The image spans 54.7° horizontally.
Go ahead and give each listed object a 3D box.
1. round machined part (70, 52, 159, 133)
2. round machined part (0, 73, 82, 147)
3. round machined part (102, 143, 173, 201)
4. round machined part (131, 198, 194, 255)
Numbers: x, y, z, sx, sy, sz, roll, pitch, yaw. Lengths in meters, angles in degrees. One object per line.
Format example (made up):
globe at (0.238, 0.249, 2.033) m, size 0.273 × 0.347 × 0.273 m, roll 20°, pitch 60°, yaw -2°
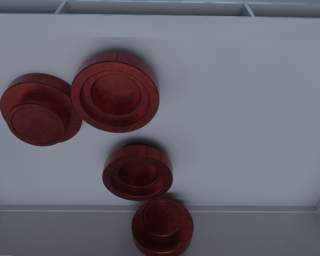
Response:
round machined part at (-0.050, -0.044, 0.360) m, size 0.099 × 0.042 × 0.097 m, roll 0°, pitch 130°, yaw 0°
round machined part at (-0.147, -0.015, 0.384) m, size 0.099 × 0.042 × 0.097 m, roll 0°, pitch 130°, yaw 0°
round machined part at (-0.031, 0.059, 0.448) m, size 0.099 × 0.042 × 0.097 m, roll 0°, pitch 130°, yaw 0°
round machined part at (0.004, 0.151, 0.490) m, size 0.099 × 0.098 × 0.042 m, roll 0°, pitch 130°, yaw -1°
